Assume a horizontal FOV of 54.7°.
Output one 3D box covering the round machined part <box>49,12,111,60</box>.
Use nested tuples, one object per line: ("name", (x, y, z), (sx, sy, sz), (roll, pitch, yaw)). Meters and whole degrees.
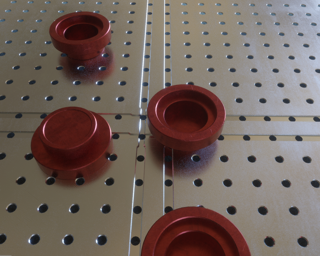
("round machined part", (-0.131, -0.152, 0.523), (0.099, 0.042, 0.098), (0, 50, 0))

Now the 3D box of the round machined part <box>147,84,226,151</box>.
("round machined part", (0.033, -0.009, 0.405), (0.099, 0.042, 0.098), (0, 50, 0))

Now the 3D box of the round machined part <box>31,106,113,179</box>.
("round machined part", (-0.110, 0.011, 0.386), (0.099, 0.042, 0.098), (0, 50, 0))

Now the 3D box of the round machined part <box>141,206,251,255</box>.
("round machined part", (0.032, 0.128, 0.290), (0.099, 0.042, 0.098), (0, 50, 0))
